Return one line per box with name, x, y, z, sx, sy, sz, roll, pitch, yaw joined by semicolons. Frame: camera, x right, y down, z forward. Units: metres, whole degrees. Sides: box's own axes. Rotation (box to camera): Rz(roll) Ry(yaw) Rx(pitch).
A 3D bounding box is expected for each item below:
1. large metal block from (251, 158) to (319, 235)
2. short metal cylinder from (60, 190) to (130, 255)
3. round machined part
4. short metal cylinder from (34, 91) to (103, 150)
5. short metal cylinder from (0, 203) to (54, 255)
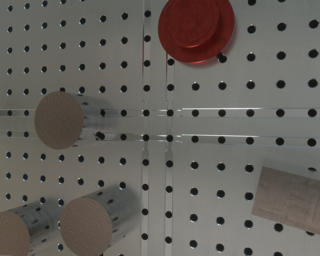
large metal block;0.147;0.070;0.331;0.080;0.080;0.050;13;95;19
short metal cylinder;-0.090;0.131;0.431;0.080;0.050;0.080;0;90;20
round machined part;0.043;-0.130;0.388;0.098;0.042;0.097;0;90;20
short metal cylinder;-0.130;-0.010;0.445;0.080;0.050;0.080;0;90;20
short metal cylinder;-0.213;0.161;0.474;0.080;0.050;0.080;0;90;20
